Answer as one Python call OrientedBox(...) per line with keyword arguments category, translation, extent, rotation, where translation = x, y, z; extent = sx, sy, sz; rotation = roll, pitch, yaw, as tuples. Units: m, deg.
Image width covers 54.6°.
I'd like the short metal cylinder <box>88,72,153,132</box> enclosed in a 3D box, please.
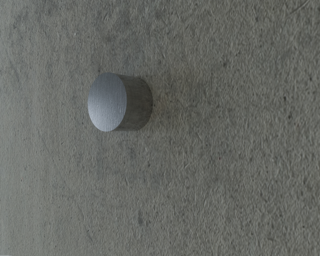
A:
OrientedBox(category="short metal cylinder", translation=(-0.056, -0.035, 0.437), extent=(0.080, 0.050, 0.080), rotation=(0, 90, 40))
